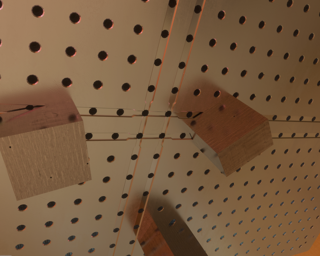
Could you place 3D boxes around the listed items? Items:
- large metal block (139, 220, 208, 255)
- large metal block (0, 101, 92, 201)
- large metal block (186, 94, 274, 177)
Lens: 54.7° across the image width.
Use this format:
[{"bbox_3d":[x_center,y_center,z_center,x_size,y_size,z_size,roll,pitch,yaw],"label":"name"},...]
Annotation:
[{"bbox_3d":[0.024,0.206,0.518,0.080,0.080,0.050,21,107,-37],"label":"large metal block"},{"bbox_3d":[-0.126,0.023,0.341,0.081,0.050,0.079,-14,124,-21],"label":"large metal block"},{"bbox_3d":[0.097,0.008,0.436,0.080,0.080,0.050,-33,129,-7],"label":"large metal block"}]
